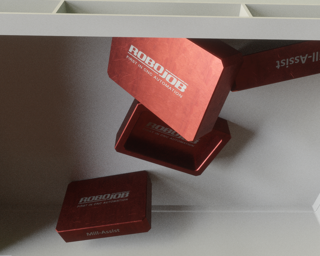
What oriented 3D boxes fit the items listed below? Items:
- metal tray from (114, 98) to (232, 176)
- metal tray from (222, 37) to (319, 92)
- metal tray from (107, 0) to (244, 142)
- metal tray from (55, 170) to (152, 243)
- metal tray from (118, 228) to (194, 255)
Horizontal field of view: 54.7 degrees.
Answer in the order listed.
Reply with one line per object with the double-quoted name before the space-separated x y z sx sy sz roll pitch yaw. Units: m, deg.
"metal tray" 0.016 0.011 0.415 0.131 0.030 0.089 19 127 -16
"metal tray" 0.130 -0.067 0.309 0.131 0.090 0.030 -12 99 9
"metal tray" 0.006 -0.059 0.301 0.130 0.030 0.089 40 134 25
"metal tray" -0.079 0.115 0.463 0.131 0.090 0.030 -10 130 8
"metal tray" -0.006 0.248 0.620 0.130 0.030 0.090 33 122 -26
